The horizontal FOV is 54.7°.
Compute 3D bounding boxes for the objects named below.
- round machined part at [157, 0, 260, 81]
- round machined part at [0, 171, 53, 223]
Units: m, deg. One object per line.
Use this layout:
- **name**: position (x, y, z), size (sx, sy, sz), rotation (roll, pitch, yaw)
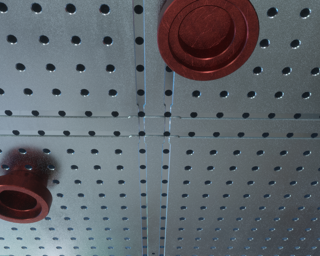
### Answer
- **round machined part**: position (0.046, -0.101, 0.316), size (0.099, 0.042, 0.097), rotation (-1, 130, 0)
- **round machined part**: position (-0.219, 0.105, 0.487), size (0.099, 0.042, 0.097), rotation (-1, 130, 0)
